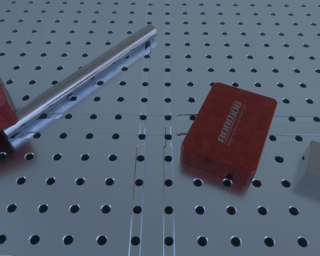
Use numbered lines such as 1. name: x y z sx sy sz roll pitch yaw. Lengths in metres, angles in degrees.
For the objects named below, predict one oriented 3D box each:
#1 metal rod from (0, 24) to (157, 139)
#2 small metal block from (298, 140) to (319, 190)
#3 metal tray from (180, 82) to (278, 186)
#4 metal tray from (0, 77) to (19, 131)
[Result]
1. metal rod: -0.110 -0.085 0.477 0.025 0.025 0.301 32 57 24
2. small metal block: 0.199 0.048 0.370 0.050 0.025 0.050 20 53 15
3. metal tray: 0.092 0.001 0.404 0.090 0.030 0.130 20 53 15
4. metal tray: -0.248 -0.030 0.406 0.091 0.030 0.130 -28 44 -18
